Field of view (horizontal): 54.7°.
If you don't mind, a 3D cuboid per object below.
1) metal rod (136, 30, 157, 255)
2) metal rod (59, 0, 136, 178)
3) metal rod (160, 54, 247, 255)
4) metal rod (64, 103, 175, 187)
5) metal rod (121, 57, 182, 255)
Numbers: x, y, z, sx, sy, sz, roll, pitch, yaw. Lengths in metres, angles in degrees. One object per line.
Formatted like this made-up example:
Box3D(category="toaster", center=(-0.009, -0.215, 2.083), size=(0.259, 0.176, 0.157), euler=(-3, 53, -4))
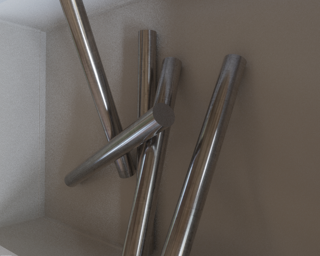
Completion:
Box3D(category="metal rod", center=(-0.019, 0.020, 0.420), size=(0.025, 0.025, 0.298), euler=(1, 91, 39))
Box3D(category="metal rod", center=(-0.082, -0.068, 0.389), size=(0.025, 0.025, 0.298), euler=(5, 119, 39))
Box3D(category="metal rod", center=(0.033, 0.061, 0.297), size=(0.025, 0.025, 0.299), euler=(6, 68, 39))
Box3D(category="metal rod", center=(-0.074, 0.038, 0.413), size=(0.299, 0.025, 0.025), euler=(-33, 69, 52))
Box3D(category="metal rod", center=(-0.011, 0.052, 0.335), size=(0.025, 0.025, 0.299), euler=(-9, 59, 39))
